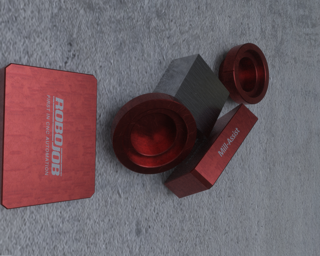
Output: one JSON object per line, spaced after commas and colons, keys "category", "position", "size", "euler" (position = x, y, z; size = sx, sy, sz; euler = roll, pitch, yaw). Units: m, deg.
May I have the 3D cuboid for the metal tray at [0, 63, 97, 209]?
{"category": "metal tray", "position": [-0.111, 0.008, 0.309], "size": [0.091, 0.030, 0.129], "euler": [2, 89, -40]}

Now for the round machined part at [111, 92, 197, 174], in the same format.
{"category": "round machined part", "position": [-0.010, 0.003, 0.368], "size": [0.099, 0.042, 0.097], "euler": [-8, 119, -14]}

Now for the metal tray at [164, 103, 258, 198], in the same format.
{"category": "metal tray", "position": [0.069, 0.031, 0.419], "size": [0.030, 0.090, 0.131], "euler": [43, 61, -2]}

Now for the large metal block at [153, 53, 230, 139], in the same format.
{"category": "large metal block", "position": [0.041, -0.041, 0.425], "size": [0.080, 0.050, 0.080], "euler": [44, 64, -32]}

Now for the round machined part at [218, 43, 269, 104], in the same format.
{"category": "round machined part", "position": [0.134, -0.087, 0.509], "size": [0.099, 0.042, 0.097], "euler": [0, 90, -40]}
